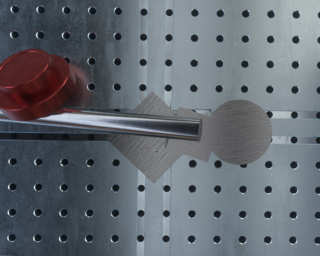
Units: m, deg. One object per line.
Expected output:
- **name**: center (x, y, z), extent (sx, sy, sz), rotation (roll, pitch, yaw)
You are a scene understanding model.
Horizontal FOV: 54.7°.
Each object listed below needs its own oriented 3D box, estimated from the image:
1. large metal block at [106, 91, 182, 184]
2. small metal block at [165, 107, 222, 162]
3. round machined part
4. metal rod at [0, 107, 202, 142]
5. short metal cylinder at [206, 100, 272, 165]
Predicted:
- **large metal block**: center (-0.008, 0.011, 0.399), extent (0.080, 0.050, 0.080), rotation (44, 90, -1)
- **small metal block**: center (0.038, 0.007, 0.362), extent (0.050, 0.025, 0.050), rotation (19, 90, -1)
- **round machined part**: center (-0.157, -0.059, 0.376), extent (0.098, 0.042, 0.098), rotation (-6, 51, 8)
- **metal rod**: center (-0.101, -0.011, 0.368), extent (0.301, 0.025, 0.025), rotation (5, 90, 16)
- **short metal cylinder**: center (0.097, 0.005, 0.402), extent (0.081, 0.050, 0.079), rotation (0, 90, -1)
